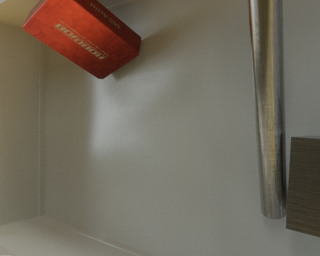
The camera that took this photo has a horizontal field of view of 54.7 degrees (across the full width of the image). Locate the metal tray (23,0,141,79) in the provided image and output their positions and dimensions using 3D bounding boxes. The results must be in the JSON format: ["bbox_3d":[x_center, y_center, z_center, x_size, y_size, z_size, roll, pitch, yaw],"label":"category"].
[{"bbox_3d":[-0.102,-0.128,0.420,0.090,0.130,0.030,-24,48,37],"label":"metal tray"}]

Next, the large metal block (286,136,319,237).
[{"bbox_3d":[0.157,0.050,0.260,0.080,0.050,0.079,4,93,39],"label":"large metal block"}]

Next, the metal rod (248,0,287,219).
[{"bbox_3d":[0.089,-0.050,0.254,0.025,0.025,0.298,9,121,39],"label":"metal rod"}]
